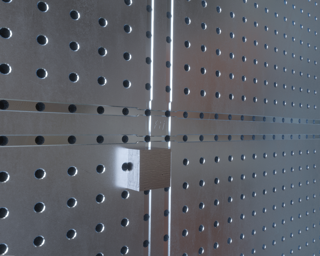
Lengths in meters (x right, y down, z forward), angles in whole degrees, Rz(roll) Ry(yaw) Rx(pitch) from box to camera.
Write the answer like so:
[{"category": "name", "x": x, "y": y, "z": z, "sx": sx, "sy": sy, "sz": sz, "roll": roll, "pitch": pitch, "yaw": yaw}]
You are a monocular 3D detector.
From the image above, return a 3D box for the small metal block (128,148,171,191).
[{"category": "small metal block", "x": -0.013, "y": 0.051, "z": 0.397, "sx": 0.050, "sy": 0.025, "sz": 0.050, "roll": 1, "pitch": 89, "yaw": -40}]
